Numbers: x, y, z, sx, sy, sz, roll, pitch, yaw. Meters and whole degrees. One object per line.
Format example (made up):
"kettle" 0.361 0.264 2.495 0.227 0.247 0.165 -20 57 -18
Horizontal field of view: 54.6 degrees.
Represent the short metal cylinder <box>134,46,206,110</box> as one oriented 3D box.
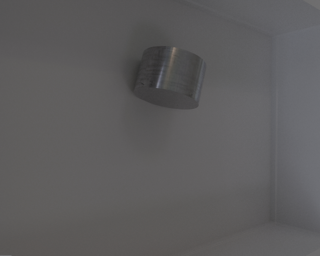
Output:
"short metal cylinder" 0.013 -0.059 0.380 0.080 0.080 0.050 20 77 -38
